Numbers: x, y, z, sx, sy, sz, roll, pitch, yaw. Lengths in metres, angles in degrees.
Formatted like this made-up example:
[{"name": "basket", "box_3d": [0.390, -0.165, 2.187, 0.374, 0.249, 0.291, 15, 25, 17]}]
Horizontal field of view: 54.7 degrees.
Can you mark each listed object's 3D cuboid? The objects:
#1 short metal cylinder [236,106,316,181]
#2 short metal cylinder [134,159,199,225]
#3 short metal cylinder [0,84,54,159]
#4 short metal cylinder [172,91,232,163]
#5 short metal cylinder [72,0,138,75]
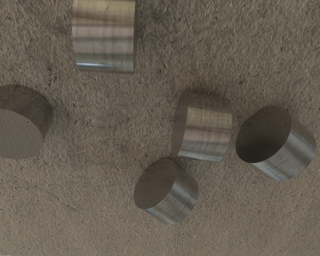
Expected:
[{"name": "short metal cylinder", "box_3d": [0.143, 0.019, 0.389, 0.050, 0.080, 0.080, 33, 123, -25]}, {"name": "short metal cylinder", "box_3d": [0.008, 0.091, 0.449, 0.080, 0.080, 0.050, -33, 123, 25]}, {"name": "short metal cylinder", "box_3d": [-0.179, -0.007, 0.383, 0.081, 0.050, 0.079, 0, 130, 0]}, {"name": "short metal cylinder", "box_3d": [0.047, -0.001, 0.370, 0.050, 0.080, 0.079, 8, 130, -7]}, {"name": "short metal cylinder", "box_3d": [-0.048, -0.092, 0.292, 0.050, 0.080, 0.079, 3, 130, -3]}]
